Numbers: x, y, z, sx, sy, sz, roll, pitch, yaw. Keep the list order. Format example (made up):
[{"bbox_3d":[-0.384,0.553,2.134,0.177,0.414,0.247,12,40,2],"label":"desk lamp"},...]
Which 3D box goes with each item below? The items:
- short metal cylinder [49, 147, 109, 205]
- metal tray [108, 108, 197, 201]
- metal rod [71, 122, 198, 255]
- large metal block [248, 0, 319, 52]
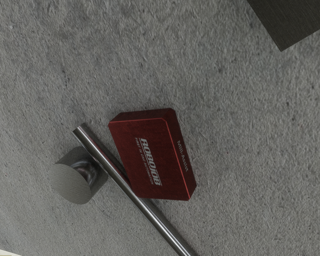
[{"bbox_3d":[-0.132,0.077,0.506,0.080,0.050,0.079,13,124,20],"label":"short metal cylinder"},{"bbox_3d":[-0.009,0.040,0.431,0.090,0.030,0.129,-4,117,29],"label":"metal tray"},{"bbox_3d":[-0.032,0.114,0.492,0.025,0.025,0.300,-32,101,38],"label":"metal rod"},{"bbox_3d":[0.117,-0.123,0.253,0.080,0.050,0.080,-30,102,37],"label":"large metal block"}]
